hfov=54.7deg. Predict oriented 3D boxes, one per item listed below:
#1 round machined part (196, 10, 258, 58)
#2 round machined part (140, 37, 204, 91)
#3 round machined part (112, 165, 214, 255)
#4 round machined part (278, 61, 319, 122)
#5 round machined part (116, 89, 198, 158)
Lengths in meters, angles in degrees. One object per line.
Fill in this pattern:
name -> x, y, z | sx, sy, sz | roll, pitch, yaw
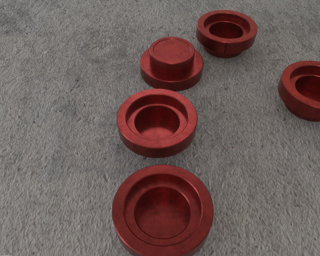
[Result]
round machined part -> 0.110, -0.155, 0.523 | 0.099, 0.042, 0.098 | 0, 50, 0
round machined part -> 0.018, -0.105, 0.480 | 0.099, 0.042, 0.098 | 0, 50, 0
round machined part -> 0.003, 0.089, 0.317 | 0.099, 0.042, 0.098 | 0, 50, 0
round machined part -> 0.215, -0.047, 0.433 | 0.099, 0.042, 0.098 | 0, 50, 0
round machined part -> -0.004, -0.002, 0.393 | 0.099, 0.042, 0.098 | 0, 50, 0
